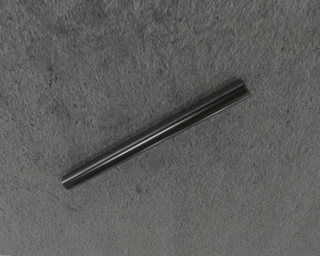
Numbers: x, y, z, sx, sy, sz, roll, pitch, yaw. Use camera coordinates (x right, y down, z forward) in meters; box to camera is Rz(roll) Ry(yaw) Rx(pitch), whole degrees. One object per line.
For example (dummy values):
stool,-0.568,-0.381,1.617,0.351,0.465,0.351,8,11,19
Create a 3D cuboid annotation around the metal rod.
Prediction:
metal rod,-0.020,0.018,0.424,0.300,0.025,0.025,-28,125,22
